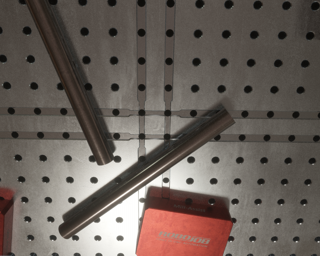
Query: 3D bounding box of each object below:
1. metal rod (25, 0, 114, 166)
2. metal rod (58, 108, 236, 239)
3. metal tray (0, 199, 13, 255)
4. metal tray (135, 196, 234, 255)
[{"bbox_3d":[-0.121,-0.087,0.379,0.025,0.025,0.298,-17,110,6],"label":"metal rod"},{"bbox_3d":[-0.026,0.070,0.438,0.300,0.025,0.025,-36,107,12],"label":"metal rod"},{"bbox_3d":[-0.277,0.165,0.468,0.091,0.030,0.129,11,110,-5],"label":"metal tray"},{"bbox_3d":[0.035,0.159,0.470,0.131,0.030,0.089,10,110,-4],"label":"metal tray"}]
